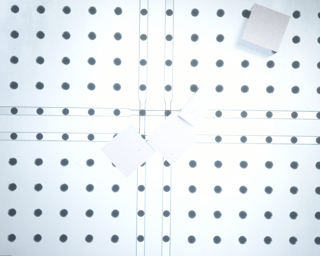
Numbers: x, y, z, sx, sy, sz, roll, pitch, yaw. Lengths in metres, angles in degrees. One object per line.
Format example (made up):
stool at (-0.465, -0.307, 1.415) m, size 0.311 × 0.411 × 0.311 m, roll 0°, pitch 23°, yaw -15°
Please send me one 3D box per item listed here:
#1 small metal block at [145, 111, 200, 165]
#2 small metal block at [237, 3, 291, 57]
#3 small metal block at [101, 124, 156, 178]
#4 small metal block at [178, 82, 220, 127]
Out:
small metal block at (0.016, 0.013, 0.414) m, size 0.050 × 0.025 × 0.050 m, roll -43°, pitch 91°, yaw 0°
small metal block at (0.138, -0.131, 0.415) m, size 0.050 × 0.025 × 0.050 m, roll 20°, pitch 90°, yaw -1°
small metal block at (-0.041, 0.030, 0.413) m, size 0.050 × 0.025 × 0.050 m, roll -42°, pitch 91°, yaw 0°
small metal block at (0.048, -0.028, 0.402) m, size 0.025 × 0.050 × 0.050 m, roll 38°, pitch 90°, yaw -1°
